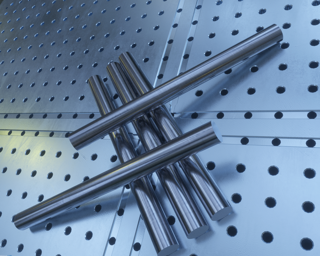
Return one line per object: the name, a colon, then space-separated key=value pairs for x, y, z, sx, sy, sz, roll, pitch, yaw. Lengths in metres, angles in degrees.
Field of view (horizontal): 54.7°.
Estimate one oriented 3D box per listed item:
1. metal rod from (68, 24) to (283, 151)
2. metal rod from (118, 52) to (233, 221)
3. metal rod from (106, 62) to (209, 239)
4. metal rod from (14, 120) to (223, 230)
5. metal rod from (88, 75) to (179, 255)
metal rod: x=0.021 y=-0.053 z=0.402 sx=0.301 sy=0.025 sz=0.025 roll=-28 pitch=52 yaw=-1
metal rod: x=0.004 y=-0.012 z=0.412 sx=0.025 sy=0.025 sz=0.300 roll=-35 pitch=52 yaw=5
metal rod: x=-0.018 y=0.005 z=0.413 sx=0.025 sy=0.025 sz=0.300 roll=-34 pitch=52 yaw=6
metal rod: x=-0.066 y=0.066 z=0.374 sx=0.300 sy=0.025 sz=0.025 roll=-27 pitch=52 yaw=21
metal rod: x=-0.049 y=0.026 z=0.416 sx=0.025 sy=0.025 sz=0.300 roll=-34 pitch=52 yaw=6
